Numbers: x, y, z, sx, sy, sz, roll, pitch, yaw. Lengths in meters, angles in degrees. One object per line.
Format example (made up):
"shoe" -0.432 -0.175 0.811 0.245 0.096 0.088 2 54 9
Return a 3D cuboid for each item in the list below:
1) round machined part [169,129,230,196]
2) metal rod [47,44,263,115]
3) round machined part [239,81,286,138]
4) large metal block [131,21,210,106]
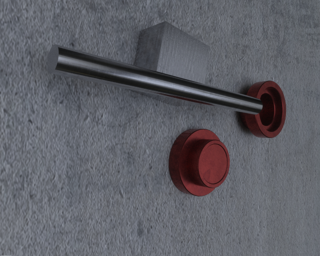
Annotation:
"round machined part" 0.063 0.050 0.446 0.099 0.042 0.097 0 90 -40
"metal rod" 0.025 -0.045 0.359 0.302 0.025 0.025 7 86 -40
"round machined part" 0.176 -0.032 0.540 0.099 0.042 0.097 0 90 -40
"large metal block" 0.014 -0.078 0.400 0.081 0.050 0.080 16 80 -39
